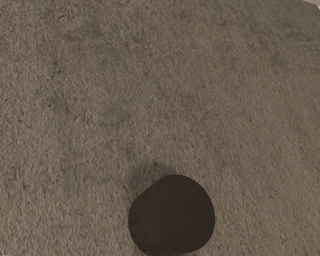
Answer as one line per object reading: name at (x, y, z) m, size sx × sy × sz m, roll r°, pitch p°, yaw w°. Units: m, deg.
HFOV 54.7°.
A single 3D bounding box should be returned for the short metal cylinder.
short metal cylinder at (0.012, 0.097, 0.337) m, size 0.081 × 0.050 × 0.080 m, roll 14°, pitch 56°, yaw -21°
